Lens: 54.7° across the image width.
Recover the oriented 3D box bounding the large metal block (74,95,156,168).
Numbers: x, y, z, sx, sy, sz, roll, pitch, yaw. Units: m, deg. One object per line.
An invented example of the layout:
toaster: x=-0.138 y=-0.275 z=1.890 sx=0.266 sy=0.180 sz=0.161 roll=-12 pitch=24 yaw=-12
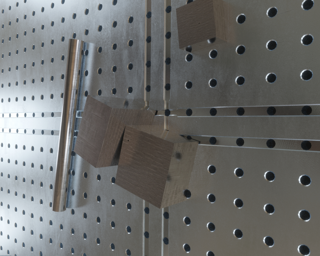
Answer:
large metal block: x=-0.060 y=0.004 z=0.421 sx=0.050 sy=0.081 sz=0.079 roll=28 pitch=107 yaw=36

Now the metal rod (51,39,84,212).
metal rod: x=-0.161 y=-0.001 z=0.538 sx=0.025 sy=0.025 sz=0.298 roll=13 pitch=98 yaw=39

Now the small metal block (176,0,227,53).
small metal block: x=0.049 y=-0.123 z=0.368 sx=0.050 sy=0.025 sz=0.050 roll=-8 pitch=85 yaw=39

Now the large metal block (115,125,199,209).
large metal block: x=-0.006 y=0.045 z=0.396 sx=0.080 sy=0.050 sz=0.079 roll=19 pitch=102 yaw=38
